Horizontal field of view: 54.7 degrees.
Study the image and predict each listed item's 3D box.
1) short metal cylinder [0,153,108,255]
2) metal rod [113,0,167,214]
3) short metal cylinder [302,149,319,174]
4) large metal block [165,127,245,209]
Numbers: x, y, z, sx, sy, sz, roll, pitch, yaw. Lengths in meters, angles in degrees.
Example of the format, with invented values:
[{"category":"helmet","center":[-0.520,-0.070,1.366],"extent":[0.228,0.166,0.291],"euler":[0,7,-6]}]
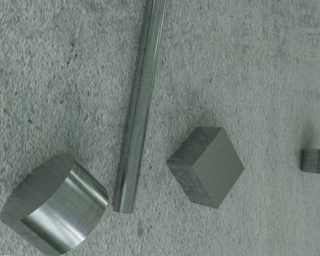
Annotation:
[{"category":"short metal cylinder","center":[-0.096,0.069,0.288],"extent":[0.080,0.080,0.050],"euler":[-51,120,-28]},{"category":"metal rod","center":[-0.022,-0.047,0.386],"extent":[0.025,0.025,0.299],"euler":[14,81,-39]},{"category":"short metal cylinder","center":[0.348,0.073,0.660],"extent":[0.081,0.080,0.050],"euler":[11,83,-40]},{"category":"large metal block","center":[0.067,0.055,0.445],"extent":[0.080,0.050,0.080],"euler":[-46,118,-30]}]
